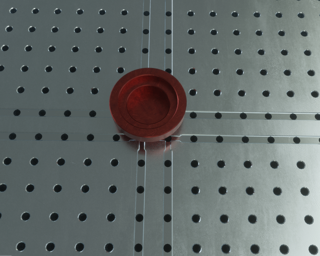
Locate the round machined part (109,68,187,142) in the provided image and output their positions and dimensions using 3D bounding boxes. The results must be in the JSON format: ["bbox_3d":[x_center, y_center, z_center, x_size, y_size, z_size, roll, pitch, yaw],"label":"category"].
[{"bbox_3d":[-0.015,-0.027,0.413,0.099,0.042,0.098,0,70,-1],"label":"round machined part"}]
